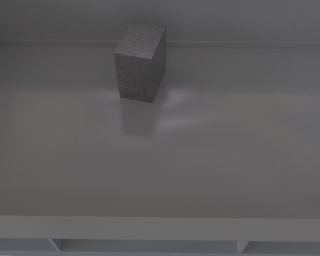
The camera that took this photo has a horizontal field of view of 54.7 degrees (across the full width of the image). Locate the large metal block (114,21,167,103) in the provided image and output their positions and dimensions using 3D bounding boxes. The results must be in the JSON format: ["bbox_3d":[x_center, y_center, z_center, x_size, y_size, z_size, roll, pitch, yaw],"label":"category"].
[{"bbox_3d":[-0.025,-0.096,0.449,0.050,0.080,0.080,11,51,9],"label":"large metal block"}]
